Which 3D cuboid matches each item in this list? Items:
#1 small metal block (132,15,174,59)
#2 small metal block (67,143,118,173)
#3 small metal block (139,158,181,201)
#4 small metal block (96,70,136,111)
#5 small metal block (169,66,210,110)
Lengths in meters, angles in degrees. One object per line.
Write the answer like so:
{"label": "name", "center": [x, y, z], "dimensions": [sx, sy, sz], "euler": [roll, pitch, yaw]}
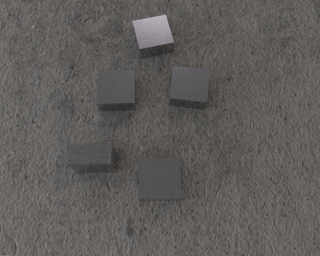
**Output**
{"label": "small metal block", "center": [-0.010, -0.135, 0.457], "dimensions": [0.050, 0.025, 0.050], "euler": [-13, 71, -5]}
{"label": "small metal block", "center": [-0.081, 0.038, 0.380], "dimensions": [0.050, 0.050, 0.025], "euler": [-1, 70, 0]}
{"label": "small metal block", "center": [0.000, 0.064, 0.385], "dimensions": [0.050, 0.025, 0.050], "euler": [0, 70, 0]}
{"label": "small metal block", "center": [-0.059, -0.051, 0.426], "dimensions": [0.050, 0.025, 0.050], "euler": [-2, 70, -1]}
{"label": "small metal block", "center": [0.040, -0.056, 0.429], "dimensions": [0.050, 0.025, 0.050], "euler": [7, 70, 2]}
